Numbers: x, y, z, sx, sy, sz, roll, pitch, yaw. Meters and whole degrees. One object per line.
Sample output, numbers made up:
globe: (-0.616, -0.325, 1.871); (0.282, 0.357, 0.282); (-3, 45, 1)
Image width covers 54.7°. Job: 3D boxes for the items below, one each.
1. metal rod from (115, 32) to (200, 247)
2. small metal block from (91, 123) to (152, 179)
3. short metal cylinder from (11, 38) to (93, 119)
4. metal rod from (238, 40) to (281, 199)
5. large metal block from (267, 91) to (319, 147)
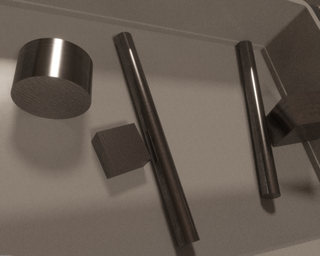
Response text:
metal rod: (-0.011, -0.002, 0.402); (0.025, 0.025, 0.299); (-4, 64, -31)
small metal block: (-0.046, 0.026, 0.366); (0.050, 0.025, 0.050); (-15, 70, -35)
short metal cylinder: (-0.116, -0.051, 0.340); (0.081, 0.080, 0.050); (10, 58, -24)
metal rod: (0.160, -0.031, 0.513); (0.025, 0.025, 0.299); (15, 56, -20)
large metal block: (0.223, -0.014, 0.487); (0.081, 0.080, 0.050); (-9, 65, -11)
